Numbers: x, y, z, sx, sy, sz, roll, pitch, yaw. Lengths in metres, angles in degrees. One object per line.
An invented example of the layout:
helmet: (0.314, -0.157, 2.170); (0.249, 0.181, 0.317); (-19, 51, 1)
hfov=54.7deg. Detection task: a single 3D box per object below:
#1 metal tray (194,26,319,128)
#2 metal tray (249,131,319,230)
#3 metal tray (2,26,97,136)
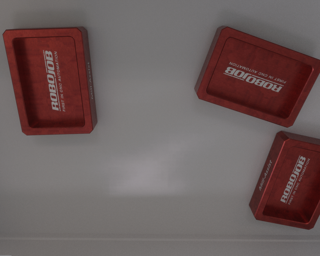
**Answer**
metal tray: (0.119, -0.063, 0.386); (0.131, 0.030, 0.089); (17, 109, -7)
metal tray: (0.192, 0.076, 0.437); (0.091, 0.030, 0.129); (12, 110, -5)
metal tray: (-0.132, -0.057, 0.386); (0.091, 0.030, 0.129); (-2, 110, 0)
